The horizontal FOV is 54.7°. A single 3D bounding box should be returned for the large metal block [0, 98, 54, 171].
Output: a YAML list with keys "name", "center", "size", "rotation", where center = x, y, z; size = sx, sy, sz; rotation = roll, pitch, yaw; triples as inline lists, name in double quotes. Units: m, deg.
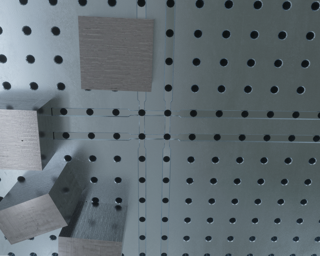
- name: "large metal block"
  center: [-0.187, 0.007, 0.400]
  size: [0.081, 0.050, 0.079]
  rotation: [2, 110, -2]

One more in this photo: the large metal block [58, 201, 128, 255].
- name: "large metal block"
  center: [-0.091, 0.150, 0.438]
  size: [0.081, 0.080, 0.050]
  rotation: [6, 110, -3]

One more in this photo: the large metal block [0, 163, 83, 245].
- name: "large metal block"
  center: [-0.161, 0.099, 0.419]
  size: [0.080, 0.080, 0.050]
  rotation: [-20, 109, 7]

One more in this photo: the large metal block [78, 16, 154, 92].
- name: "large metal block"
  center: [-0.049, -0.089, 0.367]
  size: [0.081, 0.050, 0.079]
  rotation: [2, 110, -1]
